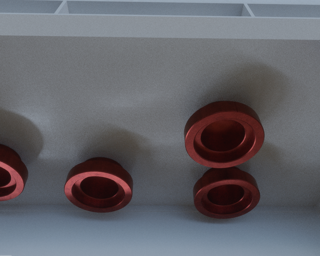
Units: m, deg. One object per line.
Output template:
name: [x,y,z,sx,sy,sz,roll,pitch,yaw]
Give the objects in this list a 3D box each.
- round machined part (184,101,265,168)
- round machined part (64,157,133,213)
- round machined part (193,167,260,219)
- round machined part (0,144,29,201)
round machined part: [0.080,0.004,0.402,0.099,0.042,0.097,0,130,0]
round machined part: [-0.089,0.082,0.467,0.099,0.042,0.097,0,130,0]
round machined part: [0.100,0.095,0.480,0.099,0.042,0.097,0,130,0]
round machined part: [-0.240,0.059,0.444,0.099,0.042,0.097,-2,131,-2]
